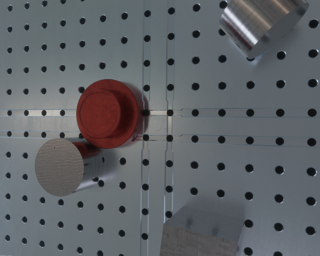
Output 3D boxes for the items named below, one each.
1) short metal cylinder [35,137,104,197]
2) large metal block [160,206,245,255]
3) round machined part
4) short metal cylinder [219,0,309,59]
[{"bbox_3d":[-0.130,0.053,0.445,0.080,0.050,0.079,0,90,20],"label":"short metal cylinder"},{"bbox_3d":[0.052,0.135,0.365,0.080,0.080,0.050,8,93,20],"label":"large metal block"},{"bbox_3d":[-0.075,-0.019,0.430,0.098,0.042,0.097,0,90,20],"label":"round machined part"},{"bbox_3d":[0.113,-0.123,0.343,0.080,0.080,0.050,-41,77,15],"label":"short metal cylinder"}]
